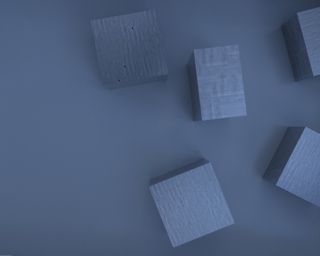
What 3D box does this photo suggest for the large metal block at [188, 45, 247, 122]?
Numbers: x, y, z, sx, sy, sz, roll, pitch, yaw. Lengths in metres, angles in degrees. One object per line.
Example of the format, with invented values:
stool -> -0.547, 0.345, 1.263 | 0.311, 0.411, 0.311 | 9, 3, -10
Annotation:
large metal block -> 0.067, -0.051, 0.385 | 0.050, 0.080, 0.079 | -7, 90, 0

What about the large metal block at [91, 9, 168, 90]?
large metal block -> -0.037, -0.098, 0.398 | 0.080, 0.050, 0.080 | -10, 90, -1

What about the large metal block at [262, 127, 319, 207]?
large metal block -> 0.195, 0.052, 0.402 | 0.080, 0.050, 0.080 | 27, 90, -1

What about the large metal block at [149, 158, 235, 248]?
large metal block -> 0.038, 0.093, 0.400 | 0.080, 0.050, 0.080 | -22, 90, -1

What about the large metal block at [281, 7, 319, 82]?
large metal block -> 0.216, -0.112, 0.402 | 0.080, 0.050, 0.080 | -15, 90, -1
